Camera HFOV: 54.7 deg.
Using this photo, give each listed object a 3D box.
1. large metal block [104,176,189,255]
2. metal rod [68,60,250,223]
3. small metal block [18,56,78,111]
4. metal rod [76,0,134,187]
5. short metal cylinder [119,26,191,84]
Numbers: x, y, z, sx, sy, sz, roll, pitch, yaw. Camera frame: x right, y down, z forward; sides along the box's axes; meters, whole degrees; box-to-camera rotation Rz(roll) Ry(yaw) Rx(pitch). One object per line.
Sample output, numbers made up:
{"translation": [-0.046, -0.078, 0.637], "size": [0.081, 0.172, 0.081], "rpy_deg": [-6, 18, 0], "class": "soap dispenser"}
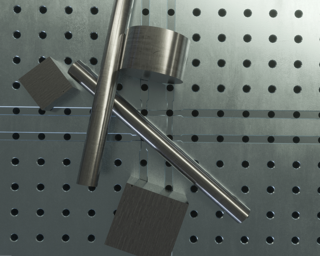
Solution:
{"translation": [-0.016, 0.117, 0.401], "size": [0.080, 0.050, 0.080], "rpy_deg": [20, 90, 0], "class": "large metal block"}
{"translation": [-0.001, 0.018, 0.413], "size": [0.300, 0.025, 0.025], "rpy_deg": [41, 90, 0], "class": "metal rod"}
{"translation": [-0.148, -0.058, 0.412], "size": [0.050, 0.025, 0.050], "rpy_deg": [-37, 90, 0], "class": "small metal block"}
{"translation": [-0.062, -0.078, 0.391], "size": [0.025, 0.025, 0.299], "rpy_deg": [10, 82, 0], "class": "metal rod"}
{"translation": [-0.006, -0.088, 0.386], "size": [0.080, 0.080, 0.050], "rpy_deg": [11, 90, 0], "class": "short metal cylinder"}
